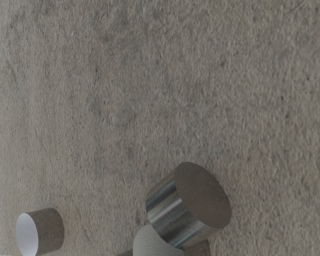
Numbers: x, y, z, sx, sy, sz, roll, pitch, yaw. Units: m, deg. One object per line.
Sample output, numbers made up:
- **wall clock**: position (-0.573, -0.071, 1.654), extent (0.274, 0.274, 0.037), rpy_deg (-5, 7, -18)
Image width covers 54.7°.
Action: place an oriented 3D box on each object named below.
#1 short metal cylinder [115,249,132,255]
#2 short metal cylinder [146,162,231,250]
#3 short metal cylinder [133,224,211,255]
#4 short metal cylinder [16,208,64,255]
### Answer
- **short metal cylinder**: position (-0.041, 0.211, 0.420), extent (0.080, 0.050, 0.079), rpy_deg (0, 90, 39)
- **short metal cylinder**: position (0.031, 0.085, 0.342), extent (0.050, 0.081, 0.080), rpy_deg (-46, 63, 30)
- **short metal cylinder**: position (0.014, 0.151, 0.376), extent (0.080, 0.050, 0.079), rpy_deg (0, 90, 39)
- **short metal cylinder**: position (-0.220, 0.191, 0.567), extent (0.080, 0.050, 0.079), rpy_deg (0, 90, 39)
